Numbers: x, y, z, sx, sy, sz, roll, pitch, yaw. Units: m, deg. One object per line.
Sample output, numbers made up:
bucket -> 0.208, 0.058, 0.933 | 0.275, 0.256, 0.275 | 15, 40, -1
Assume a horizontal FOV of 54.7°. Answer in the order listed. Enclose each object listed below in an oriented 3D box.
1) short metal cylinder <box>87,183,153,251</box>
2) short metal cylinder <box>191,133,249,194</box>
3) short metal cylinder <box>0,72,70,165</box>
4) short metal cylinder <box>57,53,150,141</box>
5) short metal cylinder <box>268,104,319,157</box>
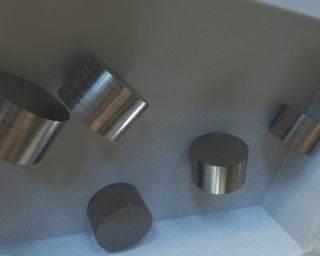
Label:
short metal cylinder -> -0.057, 0.125, 0.438 | 0.081, 0.050, 0.079 | -14, 124, -21
short metal cylinder -> 0.085, 0.049, 0.450 | 0.081, 0.080, 0.050 | -16, 125, -19
short metal cylinder -> -0.135, -0.010, 0.293 | 0.080, 0.080, 0.050 | 27, 103, -38
short metal cylinder -> -0.057, -0.032, 0.322 | 0.050, 0.080, 0.080 | -48, 129, 5
short metal cylinder -> 0.223, 0.003, 0.496 | 0.081, 0.080, 0.050 | 18, 109, -35
